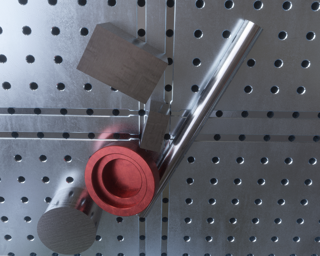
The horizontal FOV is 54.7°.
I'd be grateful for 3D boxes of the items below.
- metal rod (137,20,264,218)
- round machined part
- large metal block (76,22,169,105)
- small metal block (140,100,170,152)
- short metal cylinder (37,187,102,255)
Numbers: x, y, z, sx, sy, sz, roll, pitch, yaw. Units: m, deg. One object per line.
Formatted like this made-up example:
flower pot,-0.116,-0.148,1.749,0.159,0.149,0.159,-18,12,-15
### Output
metal rod,0.042,0.000,0.414,0.025,0.025,0.298,27,108,-10
round machined part,-0.048,0.065,0.418,0.098,0.042,0.097,3,103,15
large metal block,-0.039,-0.077,0.355,0.080,0.080,0.050,27,108,-10
small metal block,-0.006,-0.004,0.399,0.025,0.050,0.050,14,110,-5
short metal cylinder,-0.128,0.133,0.448,0.081,0.050,0.079,0,110,-1
